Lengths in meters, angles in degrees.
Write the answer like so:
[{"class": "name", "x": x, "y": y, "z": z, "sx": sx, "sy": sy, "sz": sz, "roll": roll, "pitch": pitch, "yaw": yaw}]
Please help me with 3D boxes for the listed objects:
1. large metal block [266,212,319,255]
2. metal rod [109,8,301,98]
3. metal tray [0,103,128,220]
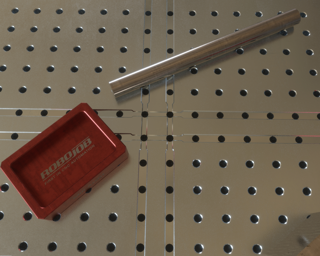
[{"class": "large metal block", "x": 0.174, "y": 0.134, "z": 0.335, "sx": 0.080, "sy": 0.080, "sz": 0.050, "roll": -35, "pitch": 74, "yaw": -12}, {"class": "metal rod", "x": 0.070, "y": -0.112, "z": 0.452, "sx": 0.302, "sy": 0.025, "sz": 0.025, "roll": -23, "pitch": 72, "yaw": -9}, {"class": "metal tray", "x": -0.118, "y": 0.040, "z": 0.393, "sx": 0.130, "sy": 0.030, "sz": 0.090, "roll": -40, "pitch": 75, "yaw": -13}]
